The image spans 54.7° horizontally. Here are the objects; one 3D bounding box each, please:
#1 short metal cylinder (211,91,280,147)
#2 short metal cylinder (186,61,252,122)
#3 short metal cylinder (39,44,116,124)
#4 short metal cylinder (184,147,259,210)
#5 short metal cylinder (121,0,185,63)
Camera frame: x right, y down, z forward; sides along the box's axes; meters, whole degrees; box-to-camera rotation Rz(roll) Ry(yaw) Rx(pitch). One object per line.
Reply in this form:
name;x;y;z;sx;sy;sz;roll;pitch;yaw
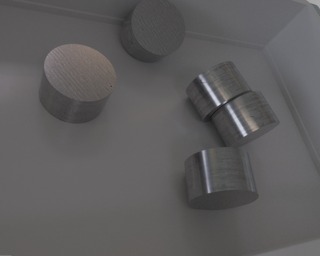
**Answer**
short metal cylinder;0.120;-0.010;0.441;0.081;0.080;0.050;-14;69;-34
short metal cylinder;0.085;-0.051;0.447;0.081;0.080;0.050;-19;72;-35
short metal cylinder;-0.098;-0.052;0.368;0.081;0.050;0.080;14;56;-21
short metal cylinder;0.072;0.063;0.370;0.081;0.080;0.050;10;58;-23
short metal cylinder;-0.011;-0.140;0.449;0.081;0.050;0.080;1;89;-23
